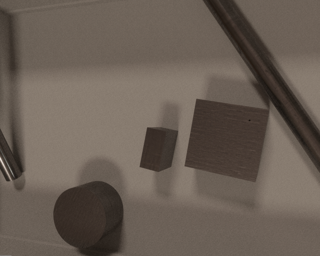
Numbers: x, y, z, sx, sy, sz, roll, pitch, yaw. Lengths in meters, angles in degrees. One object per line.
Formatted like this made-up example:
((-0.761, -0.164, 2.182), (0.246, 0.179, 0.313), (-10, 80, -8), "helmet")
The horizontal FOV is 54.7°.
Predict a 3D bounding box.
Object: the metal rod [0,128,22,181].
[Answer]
((-0.270, -0.056, 0.440), (0.025, 0.025, 0.298), (-9, 112, 19), "metal rod")

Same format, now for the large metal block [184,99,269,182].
((0.081, 0.012, 0.368), (0.080, 0.050, 0.079), (11, 94, 19), "large metal block")

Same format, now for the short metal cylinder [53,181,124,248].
((-0.098, 0.118, 0.431), (0.080, 0.050, 0.079), (0, 90, 19), "short metal cylinder")

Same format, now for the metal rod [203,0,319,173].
((0.136, -0.046, 0.362), (0.025, 0.025, 0.299), (-34, 80, 16), "metal rod")

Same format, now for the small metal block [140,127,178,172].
((0.000, 0.026, 0.397), (0.025, 0.050, 0.050), (12, 94, 19), "small metal block")
